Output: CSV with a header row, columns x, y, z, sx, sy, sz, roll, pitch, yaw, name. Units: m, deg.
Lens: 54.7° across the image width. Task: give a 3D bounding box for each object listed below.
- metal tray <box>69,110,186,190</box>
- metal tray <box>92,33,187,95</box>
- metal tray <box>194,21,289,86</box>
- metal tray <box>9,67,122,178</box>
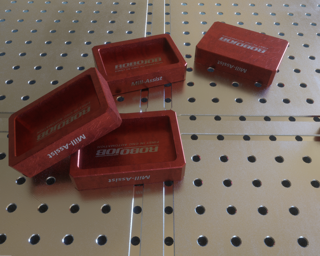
x,y,z,sx,sy,sz,roll,pitch,yaw,name
-0.040,0.024,0.383,0.131,0.030,0.090,-5,50,-5,metal tray
-0.034,-0.103,0.490,0.131,0.030,0.090,-14,52,-12,metal tray
0.134,-0.127,0.513,0.130,0.030,0.090,22,53,17,metal tray
-0.118,-0.009,0.374,0.130,0.030,0.090,-30,48,4,metal tray
